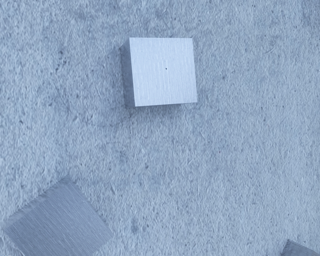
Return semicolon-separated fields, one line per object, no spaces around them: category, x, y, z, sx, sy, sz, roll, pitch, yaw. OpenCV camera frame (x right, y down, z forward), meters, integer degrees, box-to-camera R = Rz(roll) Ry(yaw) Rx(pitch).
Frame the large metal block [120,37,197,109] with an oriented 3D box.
large metal block;-0.003;-0.068;0.394;0.081;0.050;0.079;-6;92;-20

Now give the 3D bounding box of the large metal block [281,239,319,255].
large metal block;0.228;0.234;0.480;0.080;0.050;0.080;34;79;-17

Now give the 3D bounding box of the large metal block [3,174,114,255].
large metal block;-0.113;0.112;0.354;0.080;0.050;0.080;-37;102;-16
